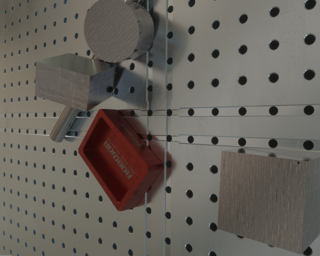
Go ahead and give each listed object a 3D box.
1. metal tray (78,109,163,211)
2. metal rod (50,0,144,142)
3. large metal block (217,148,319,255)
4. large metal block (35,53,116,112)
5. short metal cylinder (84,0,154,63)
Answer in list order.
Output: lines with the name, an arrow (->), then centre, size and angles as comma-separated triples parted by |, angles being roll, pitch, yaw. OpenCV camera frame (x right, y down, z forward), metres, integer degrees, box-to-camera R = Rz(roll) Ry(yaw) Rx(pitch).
metal tray -> -0.063, 0.044, 0.458 | 0.130, 0.030, 0.089 | 48, 118, 29
metal rod -> -0.108, -0.088, 0.498 | 0.025, 0.025, 0.298 | 52, 120, 27
large metal block -> 0.107, 0.065, 0.305 | 0.080, 0.050, 0.079 | 5, 93, 40
large metal block -> -0.120, -0.070, 0.450 | 0.080, 0.080, 0.050 | 17, 115, 11
short metal cylinder -> -0.054, -0.132, 0.420 | 0.080, 0.050, 0.079 | 7, 109, 20
